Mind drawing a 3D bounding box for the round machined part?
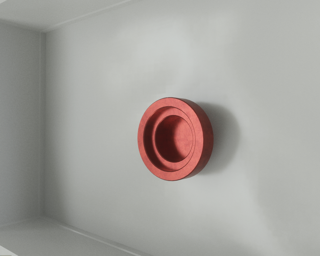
[{"bbox_3d":[0.023,0.013,0.376,0.098,0.042,0.097,0,90,39],"label":"round machined part"}]
